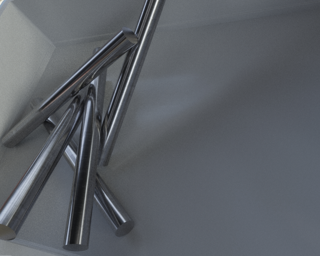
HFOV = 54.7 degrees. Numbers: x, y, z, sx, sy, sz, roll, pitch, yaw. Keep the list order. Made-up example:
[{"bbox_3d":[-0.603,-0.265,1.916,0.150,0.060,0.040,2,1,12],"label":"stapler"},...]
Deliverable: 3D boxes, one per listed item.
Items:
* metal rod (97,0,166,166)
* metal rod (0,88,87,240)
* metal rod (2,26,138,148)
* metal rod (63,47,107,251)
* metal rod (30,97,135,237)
[{"bbox_3d":[-0.032,-0.091,0.400,0.025,0.025,0.298,27,101,37],"label":"metal rod"},{"bbox_3d":[-0.121,0.003,0.392,0.025,0.025,0.300,-16,32,19],"label":"metal rod"},{"bbox_3d":[-0.146,-0.044,0.448,0.299,0.025,0.025,-32,50,31],"label":"metal rod"},{"bbox_3d":[-0.089,0.000,0.399,0.025,0.025,0.300,-17,50,18],"label":"metal rod"},{"bbox_3d":[-0.127,0.036,0.447,0.025,0.025,0.300,-45,51,-3],"label":"metal rod"}]
